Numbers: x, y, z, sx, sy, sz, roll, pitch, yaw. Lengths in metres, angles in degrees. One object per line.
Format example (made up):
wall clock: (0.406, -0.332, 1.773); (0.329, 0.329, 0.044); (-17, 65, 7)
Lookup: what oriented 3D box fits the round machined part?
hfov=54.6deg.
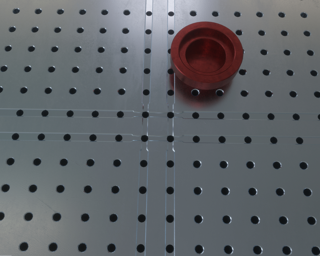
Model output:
round machined part: (0.064, -0.098, 0.439); (0.099, 0.042, 0.098); (0, 70, 0)
